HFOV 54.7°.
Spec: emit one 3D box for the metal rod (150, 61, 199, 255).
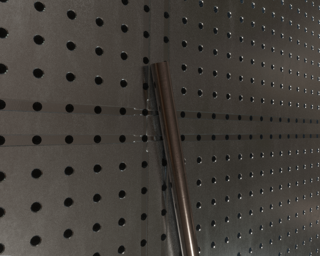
[{"bbox_3d":[0.024,0.059,0.431,0.025,0.025,0.298,-16,100,-39],"label":"metal rod"}]
